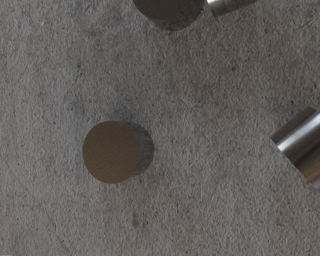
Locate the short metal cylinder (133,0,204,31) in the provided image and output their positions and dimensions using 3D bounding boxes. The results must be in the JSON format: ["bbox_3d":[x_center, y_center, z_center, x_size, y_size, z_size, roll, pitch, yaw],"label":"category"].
[{"bbox_3d":[0.011,-0.170,0.392,0.080,0.050,0.080,0,90,20],"label":"short metal cylinder"}]

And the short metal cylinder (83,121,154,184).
[{"bbox_3d":[-0.055,0.031,0.415,0.080,0.050,0.080,0,90,20],"label":"short metal cylinder"}]

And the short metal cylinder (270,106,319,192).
[{"bbox_3d":[0.162,0.023,0.322,0.050,0.080,0.080,-43,77,15],"label":"short metal cylinder"}]

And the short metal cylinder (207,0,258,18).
[{"bbox_3d":[0.075,-0.174,0.353,0.050,0.080,0.080,-16,85,19],"label":"short metal cylinder"}]
